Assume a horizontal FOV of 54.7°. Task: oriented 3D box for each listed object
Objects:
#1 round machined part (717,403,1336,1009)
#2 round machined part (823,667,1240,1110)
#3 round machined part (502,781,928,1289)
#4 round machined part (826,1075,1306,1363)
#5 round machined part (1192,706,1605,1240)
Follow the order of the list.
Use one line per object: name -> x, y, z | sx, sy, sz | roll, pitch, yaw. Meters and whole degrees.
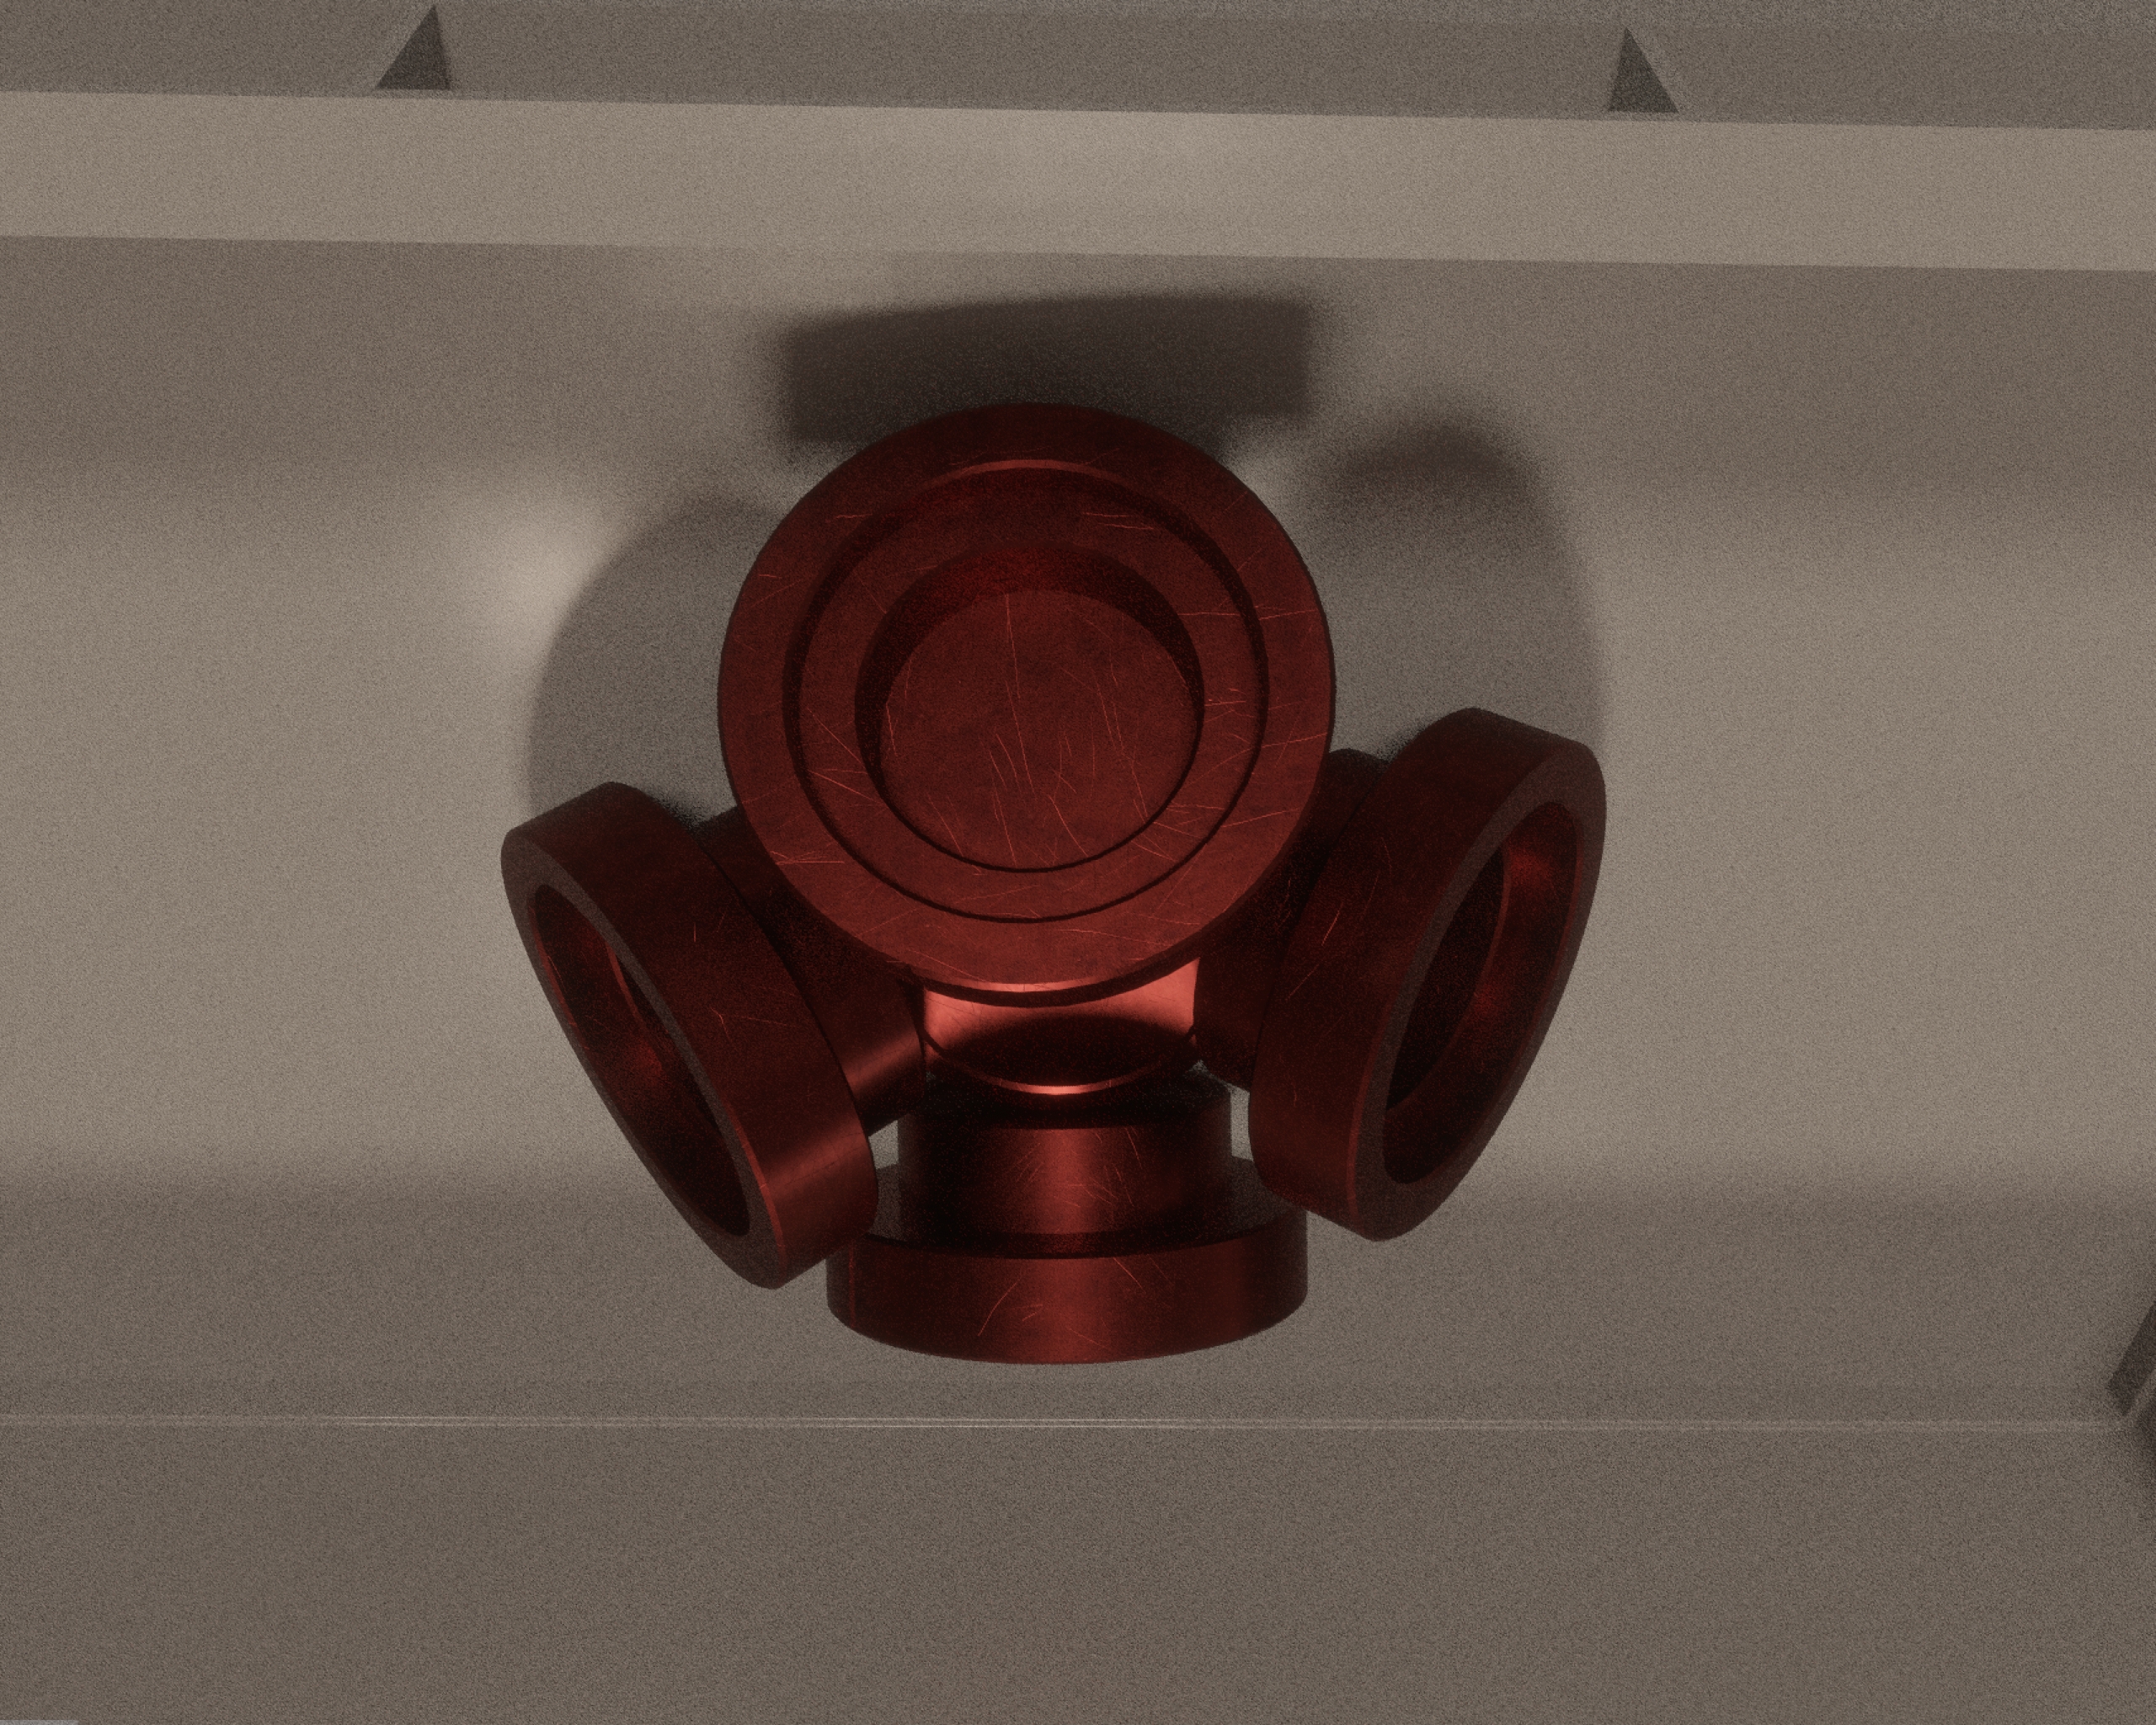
round machined part -> -0.007, -0.024, 0.351 | 0.099, 0.098, 0.042 | -3, 168, 2
round machined part -> -0.004, 0.010, 0.404 | 0.099, 0.042, 0.097 | -1, 130, 0
round machined part -> -0.065, 0.028, 0.394 | 0.042, 0.098, 0.097 | -31, 135, -24
round machined part -> -0.003, 0.067, 0.428 | 0.099, 0.098, 0.042 | -1, 94, 0
round machined part -> 0.057, 0.017, 0.388 | 0.042, 0.099, 0.097 | 23, 137, 28
